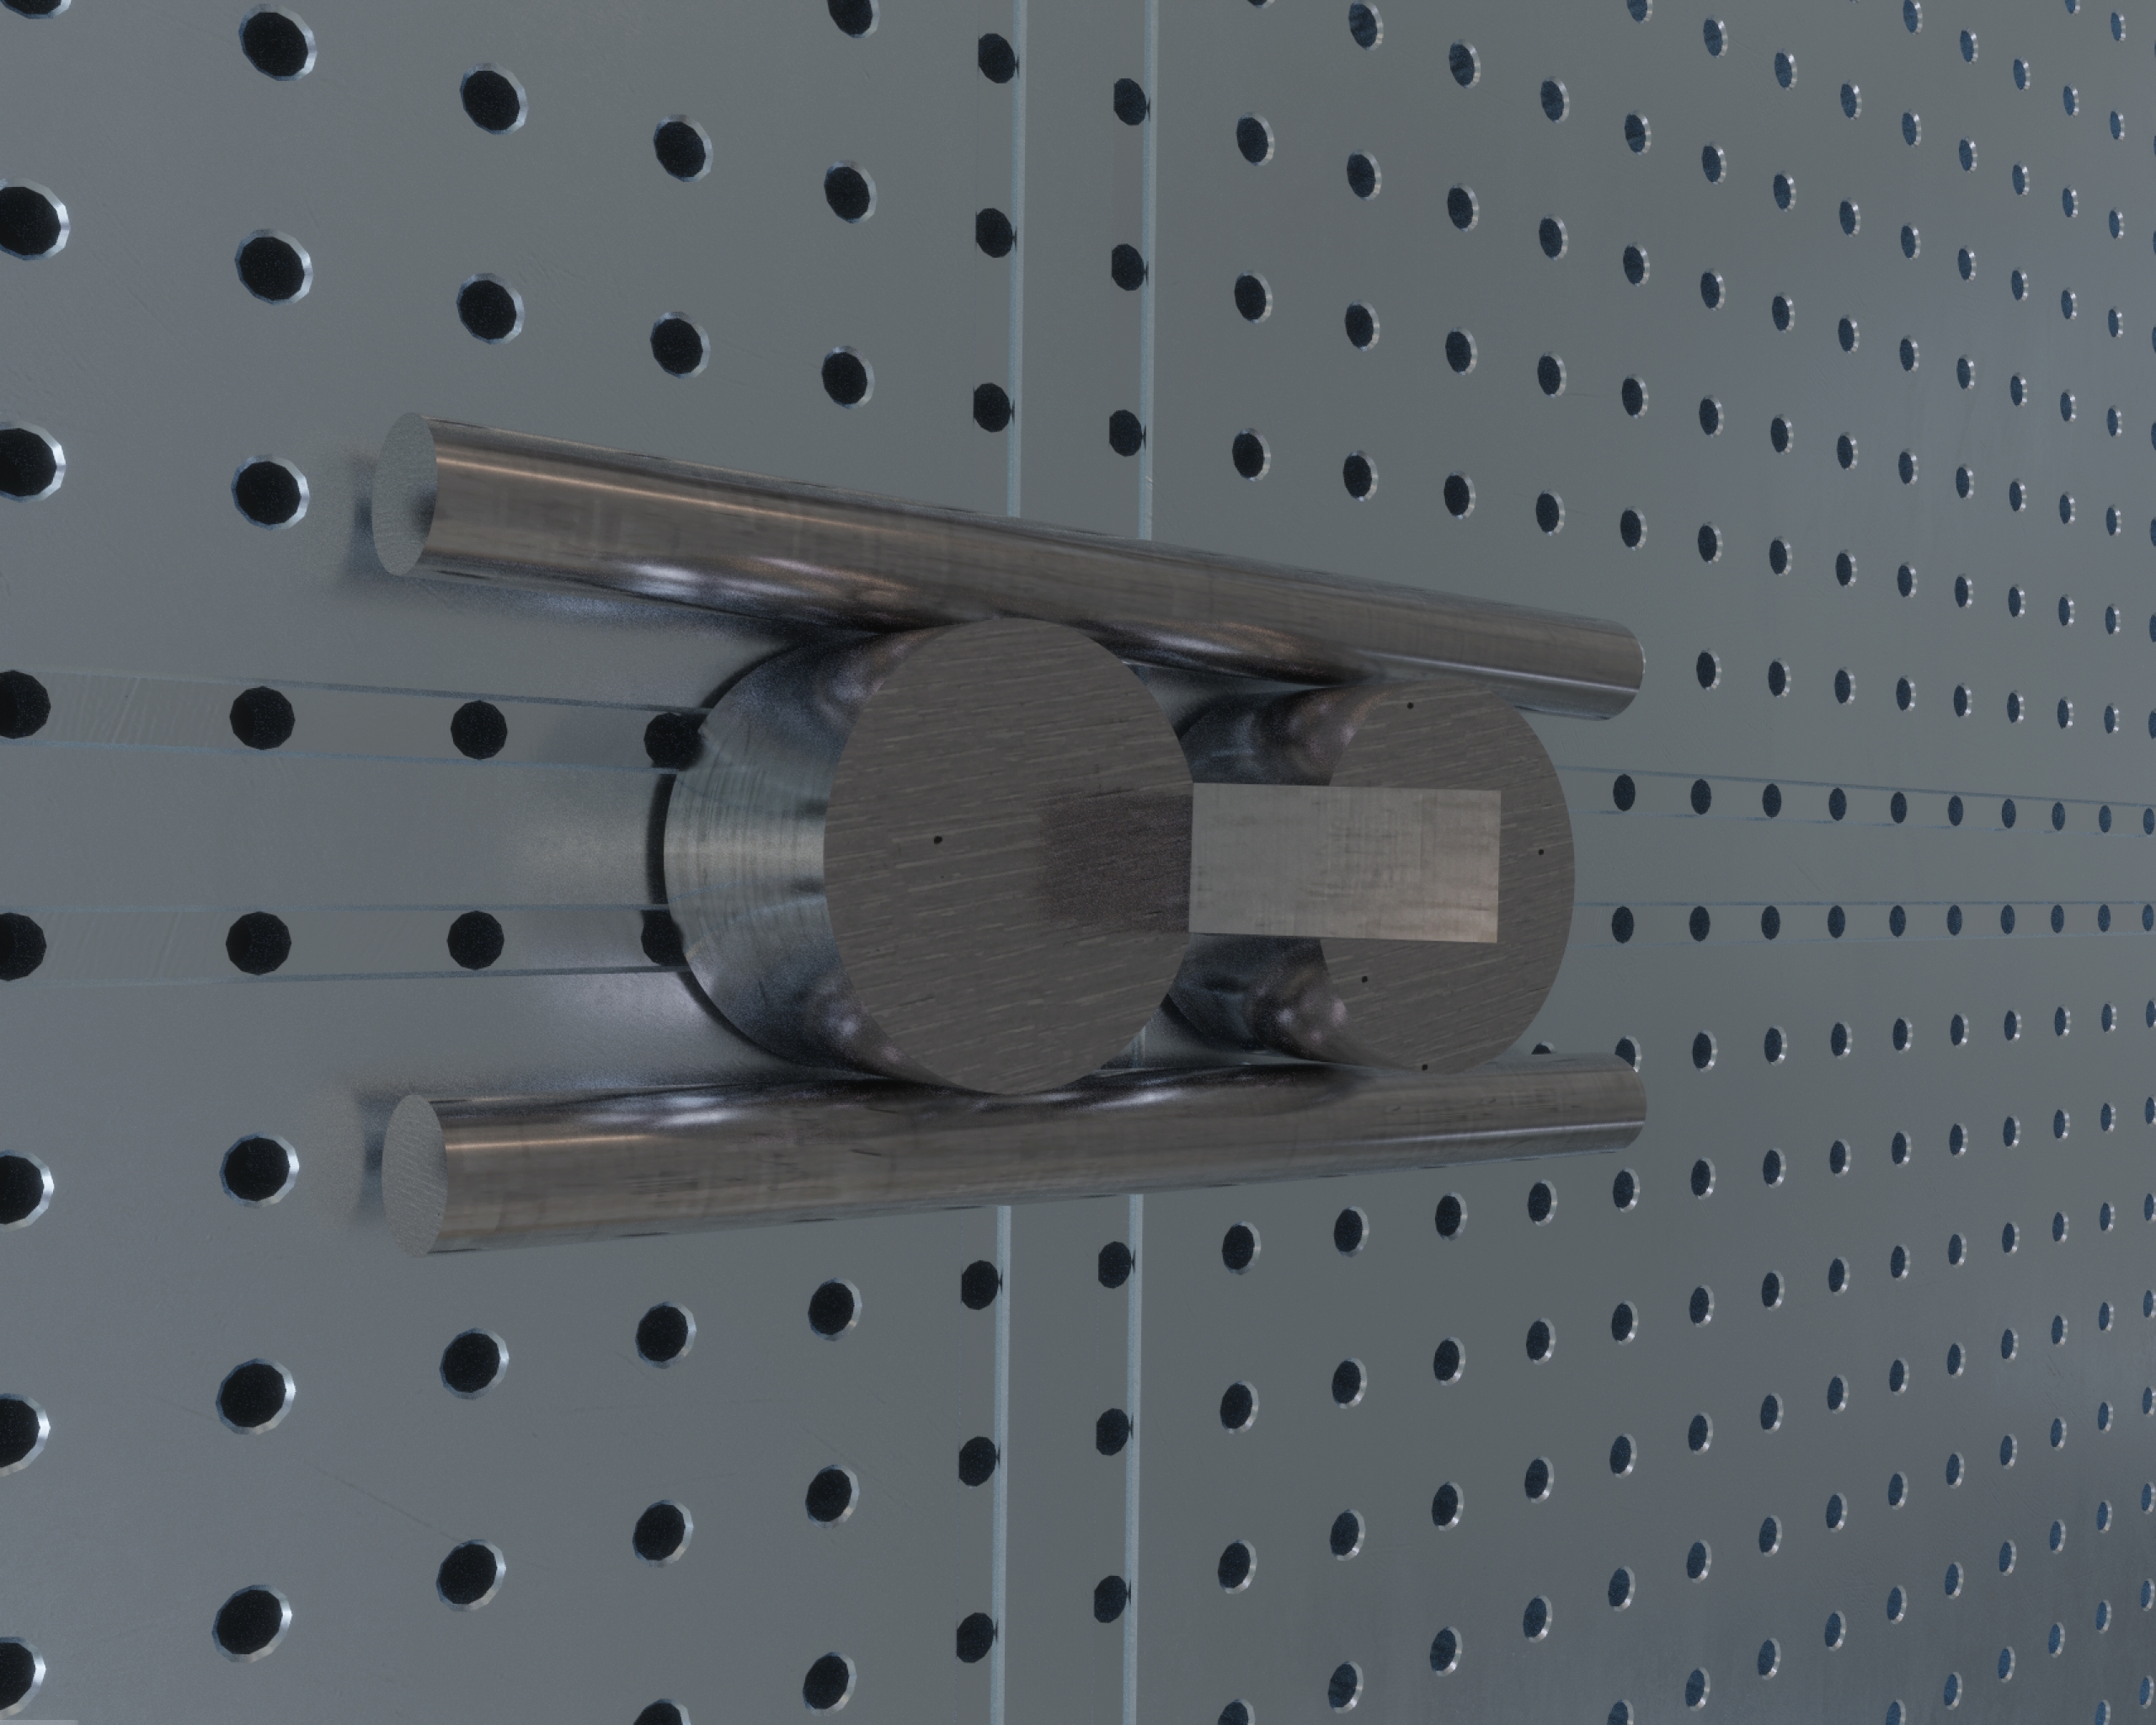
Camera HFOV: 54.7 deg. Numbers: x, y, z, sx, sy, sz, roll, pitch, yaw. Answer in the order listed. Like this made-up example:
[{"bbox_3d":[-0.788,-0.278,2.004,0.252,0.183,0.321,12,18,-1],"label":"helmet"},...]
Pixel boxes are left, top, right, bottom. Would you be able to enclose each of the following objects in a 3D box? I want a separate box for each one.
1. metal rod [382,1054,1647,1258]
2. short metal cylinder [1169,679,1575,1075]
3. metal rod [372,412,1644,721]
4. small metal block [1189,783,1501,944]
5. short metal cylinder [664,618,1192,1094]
[{"bbox_3d":[0.014,0.054,0.417,0.302,0.025,0.025,3,88,-40],"label":"metal rod"},{"bbox_3d":[0.059,0.003,0.439,0.081,0.050,0.079,0,90,-40],"label":"short metal cylinder"},{"bbox_3d":[0.013,-0.052,0.416,0.302,0.025,0.025,2,89,-40],"label":"metal rod"},{"bbox_3d":[0.047,0.001,0.368,0.050,0.050,0.025,22,70,-83],"label":"small metal block"},{"bbox_3d":[-0.025,-0.001,0.368,0.081,0.050,0.079,0,90,-40],"label":"short metal cylinder"}]
